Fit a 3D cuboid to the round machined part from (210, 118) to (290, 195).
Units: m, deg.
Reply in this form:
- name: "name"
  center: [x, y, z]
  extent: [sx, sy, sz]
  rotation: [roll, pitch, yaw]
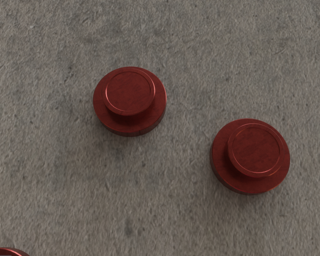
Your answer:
- name: "round machined part"
  center: [0.115, 0.032, 0.389]
  extent: [0.099, 0.042, 0.098]
  rotation: [0, 70, -1]

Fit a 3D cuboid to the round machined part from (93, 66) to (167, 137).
- name: "round machined part"
  center: [-0.040, -0.040, 0.413]
  extent: [0.099, 0.042, 0.098]
  rotation: [0, 70, -1]

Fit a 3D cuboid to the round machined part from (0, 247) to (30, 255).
- name: "round machined part"
  center: [-0.173, 0.180, 0.331]
  extent: [0.099, 0.042, 0.098]
  rotation: [0, 70, -1]
